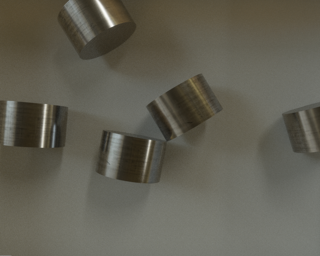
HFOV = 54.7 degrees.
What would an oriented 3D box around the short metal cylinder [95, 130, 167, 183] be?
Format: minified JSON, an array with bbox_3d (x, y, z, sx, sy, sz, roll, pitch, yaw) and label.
[{"bbox_3d":[-0.035,0.034,0.383,0.080,0.080,0.050,11,90,0],"label":"short metal cylinder"}]

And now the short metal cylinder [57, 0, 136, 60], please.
[{"bbox_3d":[-0.077,-0.128,0.383,0.080,0.080,0.050,-31,90,0],"label":"short metal cylinder"}]

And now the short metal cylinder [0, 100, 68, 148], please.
[{"bbox_3d":[-0.157,-0.005,0.383,0.080,0.080,0.050,5,90,0],"label":"short metal cylinder"}]

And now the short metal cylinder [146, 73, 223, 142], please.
[{"bbox_3d":[0.030,-0.025,0.384,0.080,0.080,0.050,-31,90,0],"label":"short metal cylinder"}]

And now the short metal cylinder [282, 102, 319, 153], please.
[{"bbox_3d":[0.200,-0.004,0.385,0.080,0.080,0.050,-16,90,0],"label":"short metal cylinder"}]
